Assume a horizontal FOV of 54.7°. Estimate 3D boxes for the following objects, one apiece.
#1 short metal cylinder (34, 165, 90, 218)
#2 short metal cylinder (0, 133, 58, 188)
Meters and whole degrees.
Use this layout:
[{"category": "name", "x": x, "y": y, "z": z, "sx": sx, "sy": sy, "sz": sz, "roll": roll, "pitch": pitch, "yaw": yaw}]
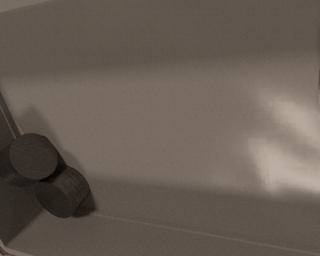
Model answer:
[{"category": "short metal cylinder", "x": -0.173, "y": 0.113, "z": 0.551, "sx": 0.080, "sy": 0.050, "sz": 0.079, "roll": 13, "pitch": 124, "yaw": 20}, {"category": "short metal cylinder", "x": -0.222, "y": 0.055, "z": 0.521, "sx": 0.050, "sy": 0.080, "sz": 0.080, "roll": -29, "pitch": 103, "yaw": 37}]
